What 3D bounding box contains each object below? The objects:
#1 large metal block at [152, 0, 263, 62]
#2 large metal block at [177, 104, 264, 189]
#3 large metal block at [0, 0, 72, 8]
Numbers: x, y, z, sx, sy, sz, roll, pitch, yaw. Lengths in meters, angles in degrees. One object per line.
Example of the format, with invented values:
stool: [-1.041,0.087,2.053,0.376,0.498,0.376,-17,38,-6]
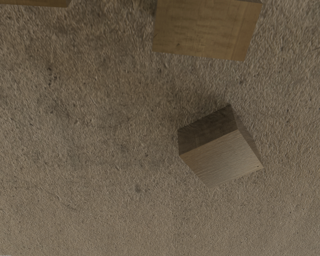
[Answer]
large metal block: [0.036,-0.106,0.281,0.081,0.080,0.050,5,130,-5]
large metal block: [0.080,0.027,0.414,0.080,0.050,0.080,-27,125,21]
large metal block: [-0.111,-0.139,0.251,0.081,0.080,0.050,2,130,-2]
